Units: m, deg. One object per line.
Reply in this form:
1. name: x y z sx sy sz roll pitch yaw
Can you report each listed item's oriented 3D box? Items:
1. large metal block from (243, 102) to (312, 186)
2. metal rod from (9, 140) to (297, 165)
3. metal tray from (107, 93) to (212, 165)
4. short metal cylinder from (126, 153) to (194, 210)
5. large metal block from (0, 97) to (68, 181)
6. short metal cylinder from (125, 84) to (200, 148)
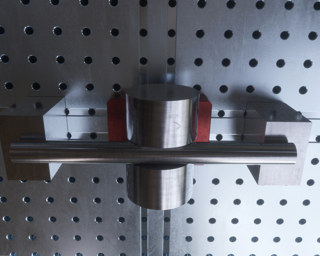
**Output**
1. large metal block: 0.141 0.017 0.390 0.050 0.080 0.079 1 110 0
2. metal rod: -0.006 0.027 0.337 0.302 0.025 0.025 1 110 -1
3. metal tray: -0.001 0.002 0.411 0.131 0.030 0.089 1 110 -1
4. short metal cylinder: 0.000 0.054 0.372 0.081 0.080 0.050 1 110 -1
5. large metal block: -0.152 0.010 0.385 0.050 0.080 0.079 1 110 0
6. short metal cylinder: 0.002 -0.017 0.346 0.081 0.080 0.050 1 110 -1
